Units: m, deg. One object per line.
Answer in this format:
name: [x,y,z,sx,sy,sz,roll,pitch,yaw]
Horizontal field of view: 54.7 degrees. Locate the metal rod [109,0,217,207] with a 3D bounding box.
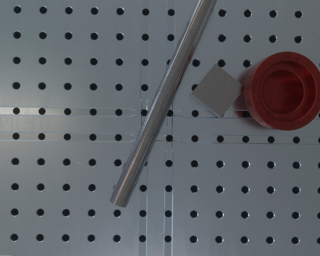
metal rod: [0.004,-0.037,0.413,0.025,0.025,0.299,24,90,0]

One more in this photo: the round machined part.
round machined part: [0.155,-0.046,0.401,0.099,0.042,0.097,0,92,-9]

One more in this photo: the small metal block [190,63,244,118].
small metal block: [0.076,-0.049,0.414,0.050,0.025,0.050,39,90,0]
